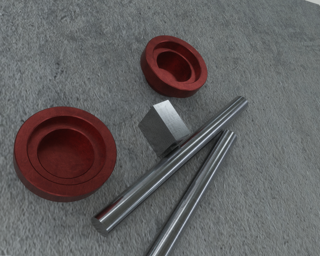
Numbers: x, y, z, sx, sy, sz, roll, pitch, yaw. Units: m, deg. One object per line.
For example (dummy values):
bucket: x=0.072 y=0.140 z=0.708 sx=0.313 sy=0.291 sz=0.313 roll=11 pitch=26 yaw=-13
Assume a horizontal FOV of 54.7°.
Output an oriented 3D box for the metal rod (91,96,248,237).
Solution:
metal rod: x=0.035 y=0.030 z=0.404 sx=0.025 sy=0.025 sz=0.302 roll=49 pitch=51 yaw=6

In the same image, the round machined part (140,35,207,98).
round machined part: x=0.016 y=-0.084 z=0.453 sx=0.099 sy=0.042 sz=0.098 roll=14 pitch=56 yaw=-21

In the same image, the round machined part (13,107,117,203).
round machined part: x=-0.098 y=0.030 z=0.322 sx=0.099 sy=0.042 sz=0.098 roll=14 pitch=56 yaw=-21

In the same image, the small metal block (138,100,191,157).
small metal block: x=0.004 y=0.001 z=0.389 sx=0.025 sy=0.050 sz=0.050 roll=-24 pitch=75 yaw=-37

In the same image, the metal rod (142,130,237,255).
metal rod: x=0.024 y=0.101 z=0.354 sx=0.025 sy=0.025 sz=0.301 roll=41 pitch=51 yaw=0
